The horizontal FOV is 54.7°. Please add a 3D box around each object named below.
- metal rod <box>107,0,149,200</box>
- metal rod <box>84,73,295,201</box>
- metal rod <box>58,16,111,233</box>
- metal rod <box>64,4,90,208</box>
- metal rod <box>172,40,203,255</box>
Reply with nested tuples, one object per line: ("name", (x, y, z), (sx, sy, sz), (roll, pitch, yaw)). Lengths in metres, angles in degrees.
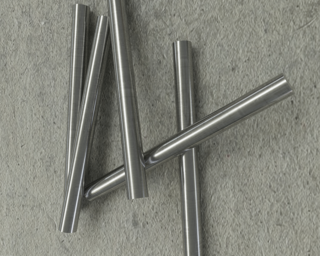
("metal rod", (-0.045, -0.061, 0.398), (0.025, 0.025, 0.299), (-12, 76, 19))
("metal rod", (0.014, 0.024, 0.378), (0.299, 0.025, 0.025), (-31, 80, 27))
("metal rod", (-0.102, -0.006, 0.432), (0.025, 0.025, 0.298), (9, 88, 20))
("metal rod", (-0.122, -0.026, 0.451), (0.025, 0.025, 0.298), (3, 91, 20))
("metal rod", (0.036, 0.040, 0.396), (0.025, 0.025, 0.298), (-3, 89, 20))
